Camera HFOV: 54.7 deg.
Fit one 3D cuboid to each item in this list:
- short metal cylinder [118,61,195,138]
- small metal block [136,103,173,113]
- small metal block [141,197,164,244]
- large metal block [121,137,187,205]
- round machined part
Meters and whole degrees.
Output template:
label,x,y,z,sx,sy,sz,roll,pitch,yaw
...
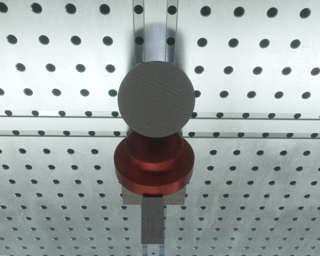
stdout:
label,x,y,z,sx,sy,sz,roll,pitch,yaw
short metal cylinder,-0.004,-0.033,0.345,0.081,0.050,0.079,0,100,-1
small metal block,-0.007,-0.017,0.396,0.050,0.025,0.050,0,130,-1
small metal block,-0.009,0.107,0.367,0.025,0.050,0.050,1,168,-2
large metal block,-0.008,0.056,0.422,0.081,0.080,0.050,1,130,-1
round machined part,-0.007,0.032,0.377,0.099,0.098,0.042,1,130,-1
